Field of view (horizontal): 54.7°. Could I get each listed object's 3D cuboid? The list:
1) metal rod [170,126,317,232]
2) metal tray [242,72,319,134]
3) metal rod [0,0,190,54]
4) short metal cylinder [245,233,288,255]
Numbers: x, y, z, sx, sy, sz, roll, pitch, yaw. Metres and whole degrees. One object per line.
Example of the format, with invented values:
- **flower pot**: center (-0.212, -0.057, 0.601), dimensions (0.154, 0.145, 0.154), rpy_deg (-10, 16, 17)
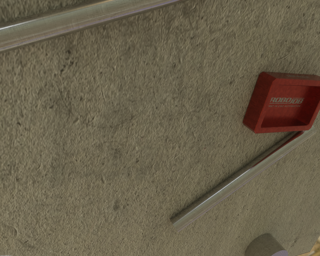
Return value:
- **metal rod**: center (0.148, 0.083, 0.542), dimensions (0.301, 0.025, 0.025), rpy_deg (-34, 129, -7)
- **metal tray**: center (0.202, -0.039, 0.492), dimensions (0.131, 0.030, 0.089), rpy_deg (-2, 120, -28)
- **metal rod**: center (-0.069, -0.110, 0.301), dimensions (0.302, 0.025, 0.025), rpy_deg (-22, 127, -16)
- **short metal cylinder**: center (0.242, 0.288, 0.705), dimensions (0.081, 0.050, 0.079), rpy_deg (-14, 125, -21)
